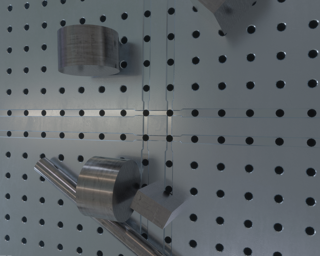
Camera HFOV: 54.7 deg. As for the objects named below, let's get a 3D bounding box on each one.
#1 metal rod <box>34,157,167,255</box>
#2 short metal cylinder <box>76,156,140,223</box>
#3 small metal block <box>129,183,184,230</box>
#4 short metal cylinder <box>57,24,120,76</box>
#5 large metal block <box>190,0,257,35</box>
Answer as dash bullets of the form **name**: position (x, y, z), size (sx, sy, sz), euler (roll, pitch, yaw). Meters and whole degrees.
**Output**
- **metal rod**: position (-0.064, 0.137, 0.434), size (0.300, 0.025, 0.025), euler (34, 101, 16)
- **short metal cylinder**: position (-0.065, 0.079, 0.406), size (0.050, 0.080, 0.079), euler (4, 92, 20)
- **small metal block**: position (-0.003, 0.099, 0.400), size (0.050, 0.050, 0.025), euler (30, 100, 17)
- **short metal cylinder**: position (-0.096, -0.101, 0.417), size (0.080, 0.080, 0.050), euler (-2, 90, 20)
- **large metal block**: position (0.079, -0.164, 0.355), size (0.050, 0.080, 0.080), euler (47, 104, 14)
